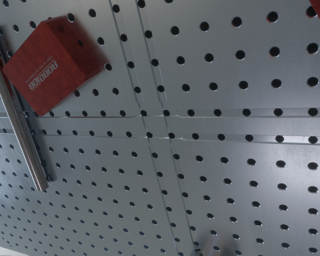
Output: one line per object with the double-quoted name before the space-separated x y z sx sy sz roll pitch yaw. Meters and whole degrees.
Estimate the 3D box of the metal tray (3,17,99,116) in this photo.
"metal tray" -0.158 -0.082 0.441 0.130 0.030 0.090 -28 104 37

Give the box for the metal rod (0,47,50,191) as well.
"metal rod" -0.244 -0.016 0.529 0.025 0.025 0.298 7 122 24

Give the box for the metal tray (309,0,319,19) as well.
"metal tray" 0.173 -0.141 0.229 0.130 0.030 0.090 -28 103 37

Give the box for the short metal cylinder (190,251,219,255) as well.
"short metal cylinder" 0.077 0.251 0.510 0.080 0.050 0.079 13 124 21
